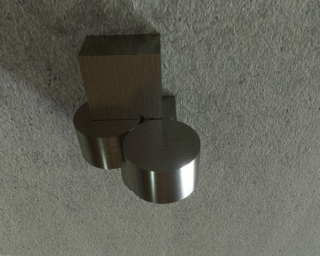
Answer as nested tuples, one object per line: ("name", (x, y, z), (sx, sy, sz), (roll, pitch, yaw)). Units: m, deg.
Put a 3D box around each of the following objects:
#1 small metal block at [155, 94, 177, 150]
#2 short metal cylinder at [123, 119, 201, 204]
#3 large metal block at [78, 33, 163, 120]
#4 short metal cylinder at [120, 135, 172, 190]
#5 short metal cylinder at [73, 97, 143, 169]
("small metal block", (0.006, -0.008, 0.389), (0.025, 0.050, 0.050), (1, 130, -1))
("short metal cylinder", (0.003, 0.034, 0.337), (0.080, 0.080, 0.050), (-2, 130, 1))
("large metal block", (-0.039, -0.056, 0.345), (0.080, 0.050, 0.079), (-2, 130, 1))
("short metal cylinder", (-0.013, 0.041, 0.408), (0.081, 0.080, 0.050), (0, 130, 0))
("short metal cylinder", (-0.059, 0.003, 0.376), (0.080, 0.080, 0.050), (-2, 130, 1))
